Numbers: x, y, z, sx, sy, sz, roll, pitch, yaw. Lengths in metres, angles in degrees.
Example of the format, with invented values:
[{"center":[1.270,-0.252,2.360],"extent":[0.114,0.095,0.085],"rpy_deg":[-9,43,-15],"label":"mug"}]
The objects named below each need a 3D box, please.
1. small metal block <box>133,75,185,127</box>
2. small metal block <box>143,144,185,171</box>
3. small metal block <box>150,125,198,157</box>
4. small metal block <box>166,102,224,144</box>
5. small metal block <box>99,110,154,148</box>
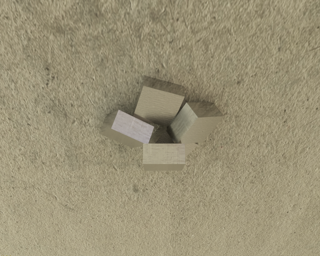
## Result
[{"center":[-0.003,-0.032,0.382],"extent":[0.050,0.025,0.050],"rpy_deg":[13,129,-12],"label":"small metal block"},{"center":[0.005,0.038,0.393],"extent":[0.050,0.025,0.050],"rpy_deg":[0,163,-1],"label":"small metal block"},{"center":[0.016,0.020,0.427],"extent":[0.050,0.025,0.050],"rpy_deg":[26,125,-21],"label":"small metal block"},{"center":[0.044,-0.006,0.390],"extent":[0.050,0.025,0.050],"rpy_deg":[-5,141,-43],"label":"small metal block"},{"center":[-0.044,0.003,0.395],"extent":[0.050,0.025,0.050],"rpy_deg":[26,161,-22],"label":"small metal block"}]
